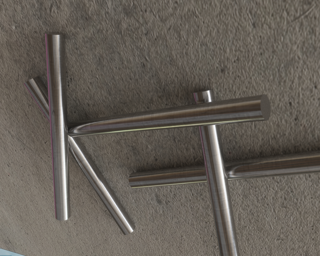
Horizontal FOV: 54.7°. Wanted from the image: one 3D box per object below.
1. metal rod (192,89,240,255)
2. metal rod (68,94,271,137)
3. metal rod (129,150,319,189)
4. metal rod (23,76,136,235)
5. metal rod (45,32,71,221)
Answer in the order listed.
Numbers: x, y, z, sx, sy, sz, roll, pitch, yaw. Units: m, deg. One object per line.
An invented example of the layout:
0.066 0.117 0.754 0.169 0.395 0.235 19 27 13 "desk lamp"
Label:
0.077 0.101 0.383 0.025 0.025 0.298 -5 102 30 "metal rod"
-0.017 -0.009 0.384 0.300 0.025 0.025 -5 116 39 "metal rod"
0.083 0.055 0.396 0.300 0.025 0.025 -12 112 33 "metal rod"
-0.124 0.053 0.505 0.025 0.025 0.299 -17 110 35 "metal rod"
-0.150 0.012 0.463 0.025 0.025 0.298 15 115 20 "metal rod"
